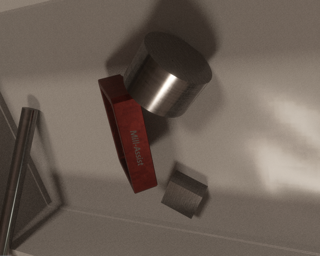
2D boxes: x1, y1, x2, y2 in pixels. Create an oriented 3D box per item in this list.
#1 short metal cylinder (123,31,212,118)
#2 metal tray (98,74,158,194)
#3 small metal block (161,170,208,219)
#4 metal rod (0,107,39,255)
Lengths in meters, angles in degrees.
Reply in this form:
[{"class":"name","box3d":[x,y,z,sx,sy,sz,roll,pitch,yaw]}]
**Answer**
[{"class":"short metal cylinder","box3d":[0.008,-0.057,0.332,0.080,0.080,0.050,38,128,2]},{"class":"metal tray","box3d":[-0.041,0.006,0.393,0.030,0.090,0.129,-18,118,-14]},{"class":"small metal block","box3d":[0.035,0.097,0.449,0.050,0.025,0.050,26,128,11]},{"class":"metal rod","box3d":[-0.244,0.113,0.515,0.025,0.025,0.298,16,96,19]}]
